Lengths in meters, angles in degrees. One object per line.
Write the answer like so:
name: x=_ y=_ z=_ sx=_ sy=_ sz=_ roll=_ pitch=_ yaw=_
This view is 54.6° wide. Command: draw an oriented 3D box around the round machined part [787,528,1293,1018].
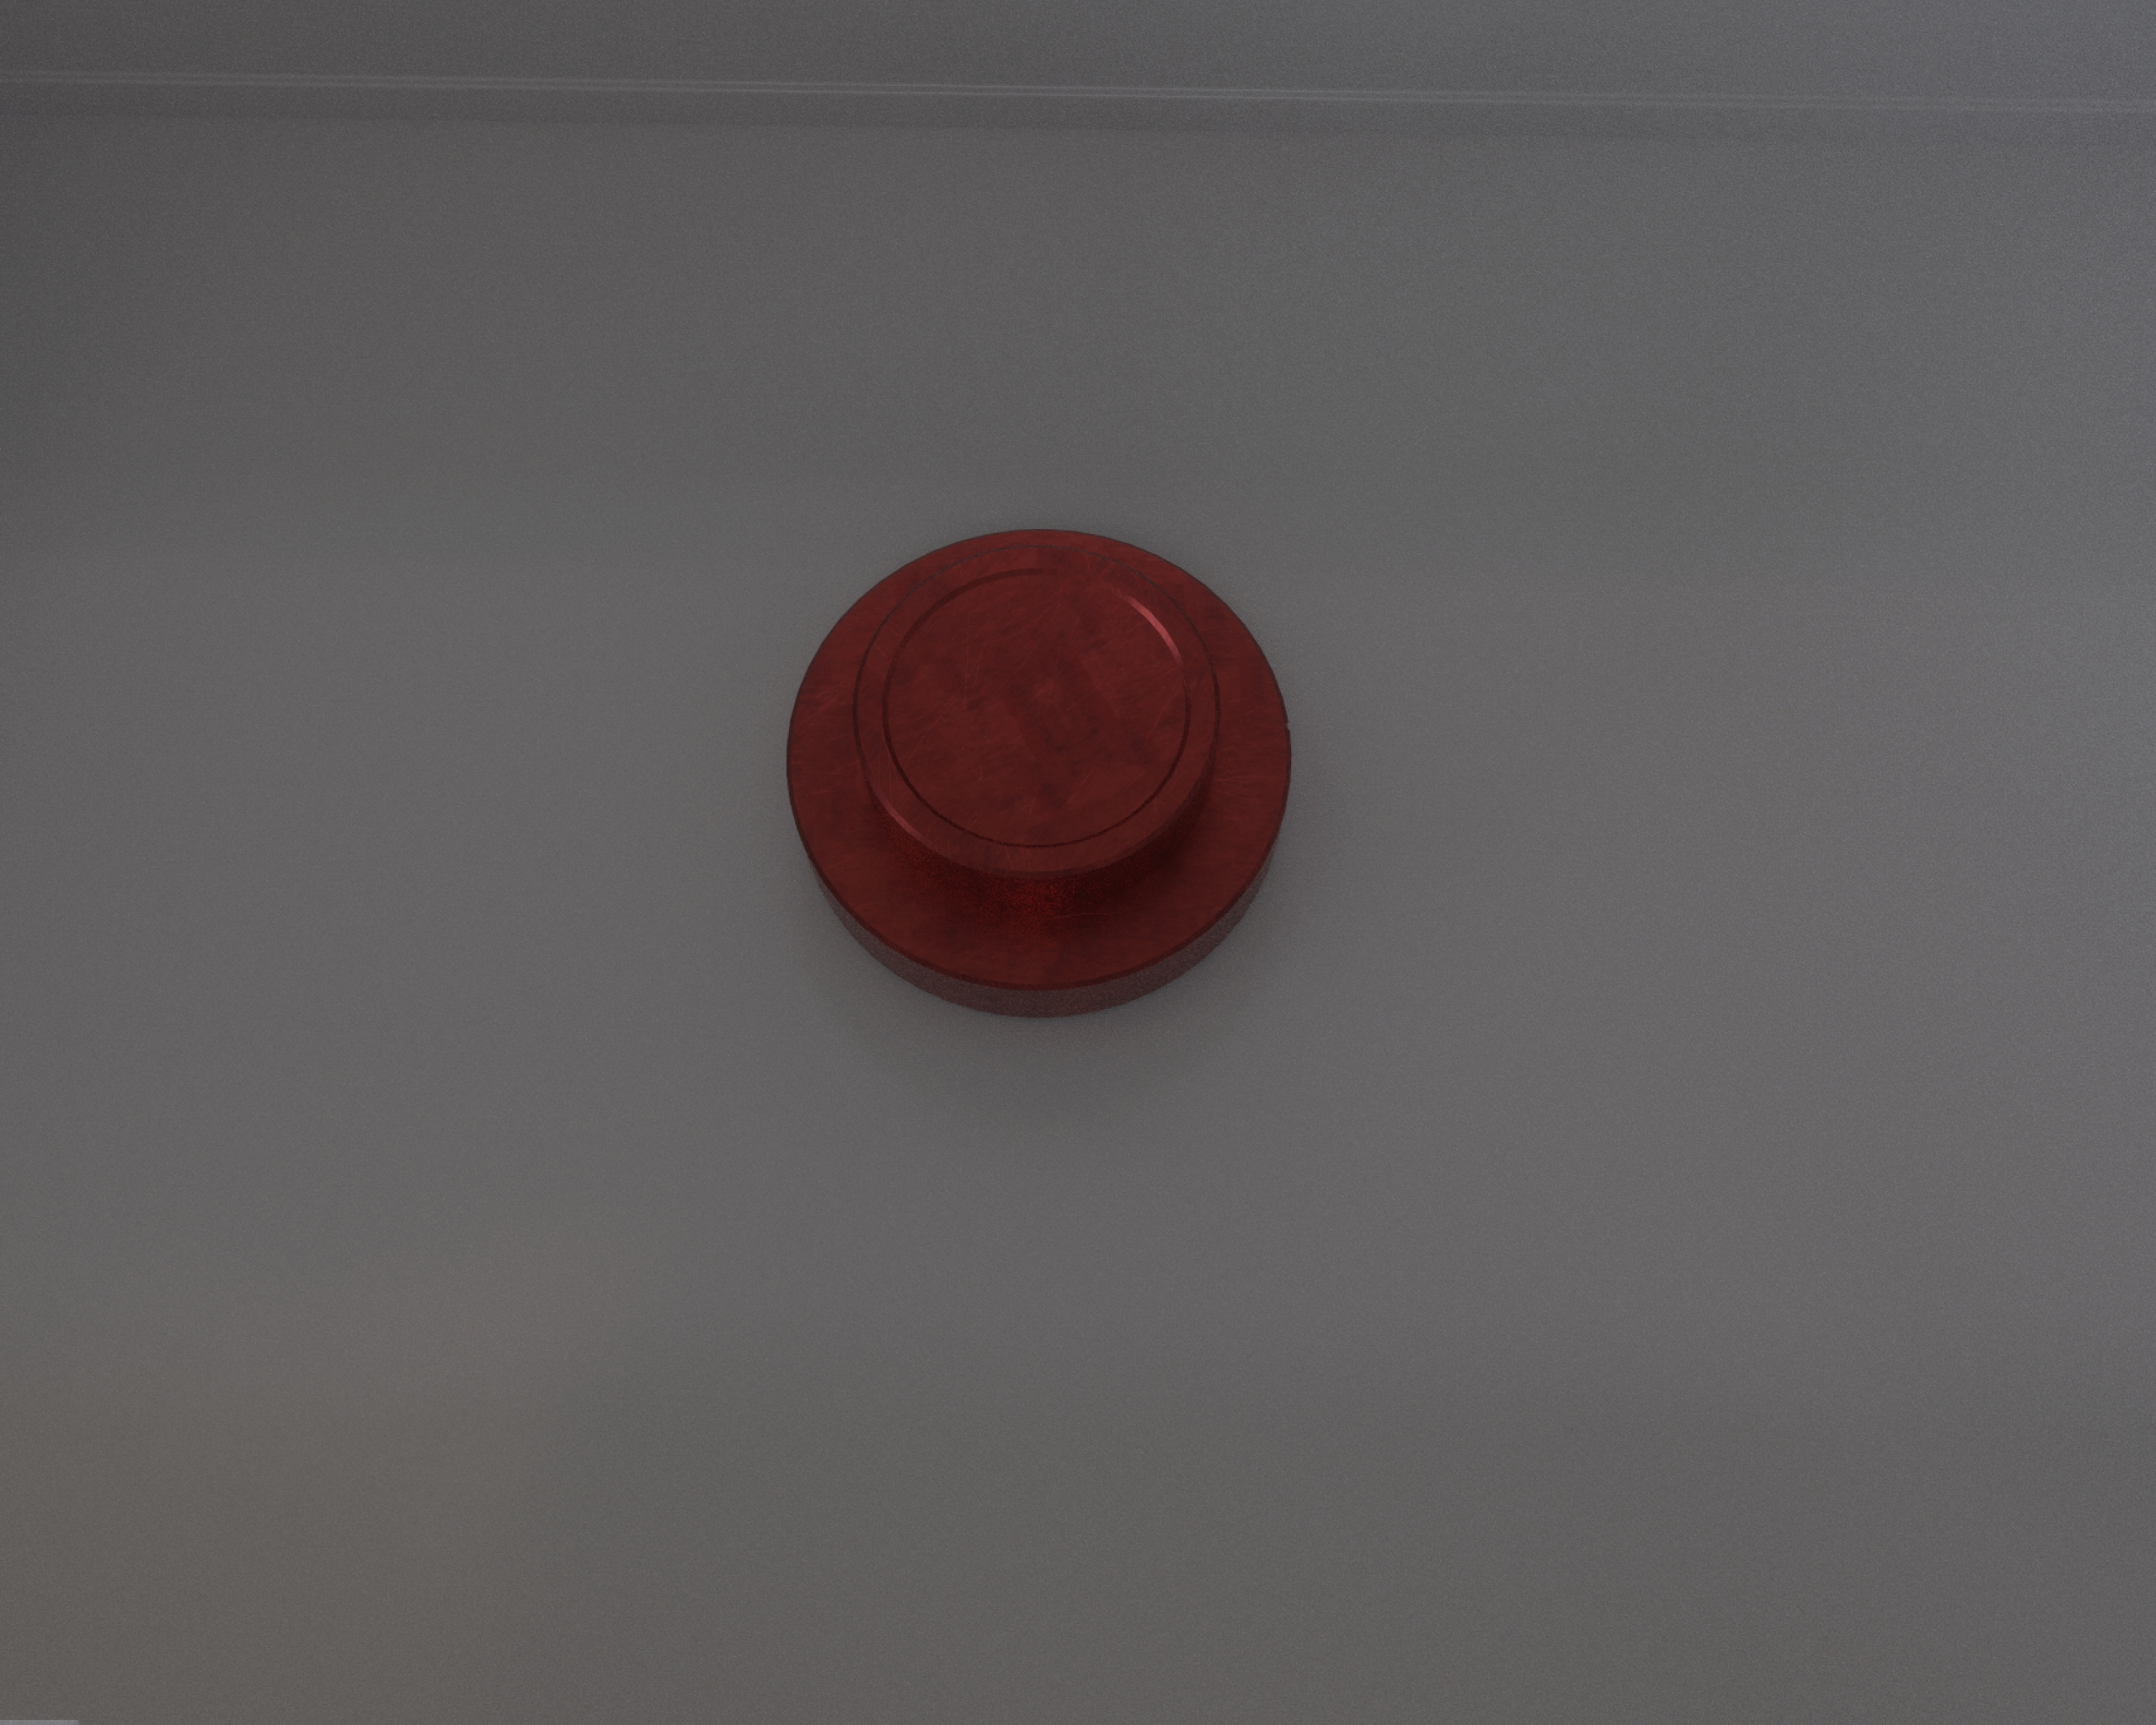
round machined part: x=-0.007 y=-0.022 z=0.406 sx=0.099 sy=0.042 sz=0.098 roll=0 pitch=70 yaw=0
